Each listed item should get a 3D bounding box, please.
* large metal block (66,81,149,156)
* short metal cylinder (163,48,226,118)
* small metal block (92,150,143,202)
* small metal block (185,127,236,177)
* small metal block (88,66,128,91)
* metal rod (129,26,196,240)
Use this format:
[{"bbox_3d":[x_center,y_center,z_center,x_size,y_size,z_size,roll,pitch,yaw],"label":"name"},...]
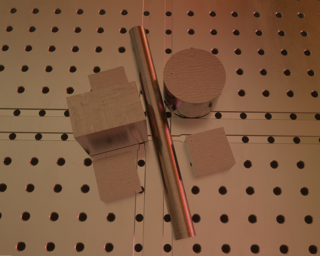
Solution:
[{"bbox_3d":[-0.061,-0.009,0.383,0.081,0.080,0.050,-15,71,-6],"label":"large metal block"},{"bbox_3d":[0.044,-0.060,0.420,0.081,0.050,0.080,0,70,0],"label":"short metal cylinder"},{"bbox_3d":[-0.053,0.061,0.389,0.050,0.025,0.050,-15,71,-6],"label":"small metal block"},{"bbox_3d":[0.064,0.031,0.401,0.050,0.025,0.050,-14,71,-6],"label":"small metal block"},{"bbox_3d":[-0.068,-0.053,0.430,0.050,0.025,0.050,-16,71,-6],"label":"small metal block"},{"bbox_3d":[-0.002,-0.008,0.414,0.025,0.025,0.299,-12,70,-5],"label":"metal rod"}]
